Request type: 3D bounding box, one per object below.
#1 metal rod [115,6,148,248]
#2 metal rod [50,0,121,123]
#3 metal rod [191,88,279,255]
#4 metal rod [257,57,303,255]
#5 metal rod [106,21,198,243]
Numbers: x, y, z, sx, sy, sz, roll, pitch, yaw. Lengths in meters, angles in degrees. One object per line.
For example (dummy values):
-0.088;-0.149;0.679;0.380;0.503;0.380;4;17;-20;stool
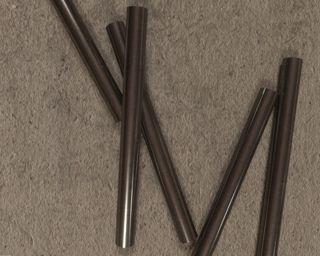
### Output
-0.037;0.005;0.390;0.025;0.025;0.298;4;98;-1;metal rod
-0.117;-0.144;0.408;0.025;0.025;0.299;-28;90;0;metal rod
0.088;0.089;0.411;0.025;0.025;0.299;23;90;-1;metal rod
0.157;0.057;0.412;0.025;0.025;0.298;8;90;-1;metal rod
-0.011;0.006;0.409;0.025;0.025;0.298;-19;90;0;metal rod
